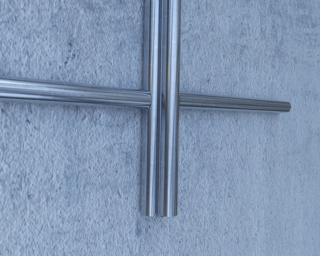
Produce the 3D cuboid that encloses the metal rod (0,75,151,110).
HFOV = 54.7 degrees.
[{"bbox_3d":[-0.134,-0.036,0.294,0.302,0.025,0.025,0,90,-40],"label":"metal rod"}]

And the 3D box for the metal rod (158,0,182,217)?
[{"bbox_3d":[0.013,-0.040,0.392,0.025,0.025,0.298,2,89,-40],"label":"metal rod"}]

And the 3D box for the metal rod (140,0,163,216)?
[{"bbox_3d":[-0.010,-0.039,0.401,0.025,0.025,0.298,2,89,-40],"label":"metal rod"}]

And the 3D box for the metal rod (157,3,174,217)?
[{"bbox_3d":[0.009,-0.033,0.417,0.025,0.025,0.298,2,89,-40],"label":"metal rod"}]

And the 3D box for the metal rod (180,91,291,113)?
[{"bbox_3d":[0.135,-0.040,0.522,0.302,0.025,0.025,-1,91,-40],"label":"metal rod"}]
